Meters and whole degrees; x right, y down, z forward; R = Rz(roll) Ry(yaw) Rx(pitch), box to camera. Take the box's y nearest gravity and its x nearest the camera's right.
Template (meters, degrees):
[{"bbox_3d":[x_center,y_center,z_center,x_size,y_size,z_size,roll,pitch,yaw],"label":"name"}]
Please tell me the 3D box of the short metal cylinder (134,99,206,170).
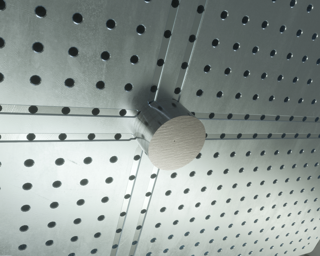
[{"bbox_3d":[0.012,0.008,0.406,0.081,0.050,0.080,-14,124,-21],"label":"short metal cylinder"}]
